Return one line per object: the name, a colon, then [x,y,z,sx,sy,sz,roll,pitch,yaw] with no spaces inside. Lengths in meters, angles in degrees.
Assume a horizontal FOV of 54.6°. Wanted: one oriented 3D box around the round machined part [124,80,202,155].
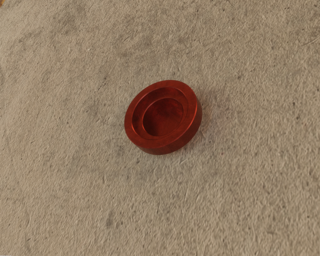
round machined part: [0.007,-0.010,0.396,0.098,0.042,0.098,-13,56,21]
